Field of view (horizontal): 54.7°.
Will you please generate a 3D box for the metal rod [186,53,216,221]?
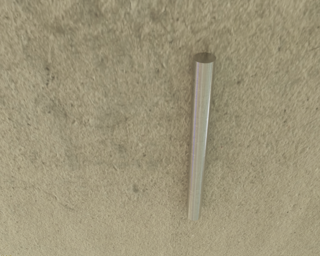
[{"bbox_3d":[0.054,0.036,0.438,0.025,0.025,0.298,-2,130,1],"label":"metal rod"}]
